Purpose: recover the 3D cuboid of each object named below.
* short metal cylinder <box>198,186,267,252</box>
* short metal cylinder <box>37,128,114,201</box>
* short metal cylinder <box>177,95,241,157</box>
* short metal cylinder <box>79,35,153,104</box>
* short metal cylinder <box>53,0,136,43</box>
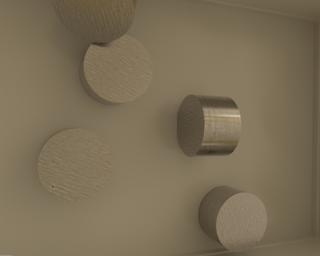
[{"bbox_3d":[0.101,0.126,0.437,0.081,0.050,0.079,0,90,-21],"label":"short metal cylinder"},{"bbox_3d":[-0.099,0.040,0.361,0.081,0.050,0.079,0,90,-21],"label":"short metal cylinder"},{"bbox_3d":[0.061,-0.003,0.405,0.050,0.080,0.079,1,90,-20],"label":"short metal cylinder"},{"bbox_3d":[-0.055,-0.069,0.378,0.081,0.050,0.079,0,91,-21],"label":"short metal cylinder"},{"bbox_3d":[-0.065,-0.138,0.325,0.080,0.080,0.050,20,46,-19],"label":"short metal cylinder"}]
